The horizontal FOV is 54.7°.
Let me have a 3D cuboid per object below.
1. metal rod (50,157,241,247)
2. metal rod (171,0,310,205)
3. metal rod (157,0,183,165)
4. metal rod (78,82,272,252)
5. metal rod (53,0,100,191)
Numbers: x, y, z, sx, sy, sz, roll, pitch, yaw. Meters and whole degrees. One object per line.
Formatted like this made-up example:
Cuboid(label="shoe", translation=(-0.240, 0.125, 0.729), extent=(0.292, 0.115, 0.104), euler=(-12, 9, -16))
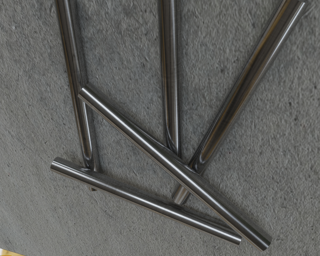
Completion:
Cuboid(label="metal rod", translation=(-0.025, 0.108, 0.466), extent=(0.301, 0.025, 0.025), euler=(20, 126, 8))
Cuboid(label="metal rod", translation=(0.074, -0.006, 0.363), extent=(0.025, 0.025, 0.298), euler=(30, 128, 9))
Cuboid(label="metal rod", translation=(0.012, -0.079, 0.351), extent=(0.025, 0.025, 0.298), euler=(11, 123, 22))
Cuboid(label="metal rod", translation=(0.019, 0.049, 0.393), extent=(0.300, 0.025, 0.025), euler=(40, 129, 0))
Cuboid(label="metal rod", translation=(-0.113, -0.028, 0.448), extent=(0.025, 0.025, 0.298), euler=(13, 124, 21))
